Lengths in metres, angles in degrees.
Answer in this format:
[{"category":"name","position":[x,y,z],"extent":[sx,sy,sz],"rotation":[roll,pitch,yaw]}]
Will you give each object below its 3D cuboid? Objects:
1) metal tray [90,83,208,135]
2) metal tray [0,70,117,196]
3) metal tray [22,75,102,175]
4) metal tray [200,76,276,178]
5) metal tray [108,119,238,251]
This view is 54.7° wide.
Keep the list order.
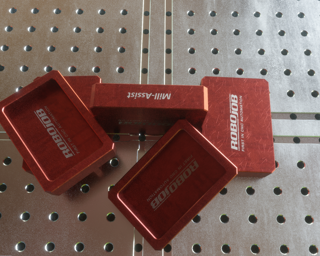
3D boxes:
[{"category":"metal tray","position":[-0.012,-0.020,0.383],"extent":[0.131,0.090,0.030],"rotation":[1,70,0]},{"category":"metal tray","position":[-0.125,0.003,0.373],"extent":[0.090,0.030,0.130],"rotation":[-36,75,-13]},{"category":"metal tray","position":[-0.123,-0.005,0.409],"extent":[0.091,0.030,0.129],"rotation":[-1,71,-1]},{"category":"metal tray","position":[0.098,-0.003,0.410],"extent":[0.091,0.030,0.130],"rotation":[3,70,0]},{"category":"metal tray","position":[0.015,0.065,0.366],"extent":[0.130,0.030,0.090],"rotation":[-46,77,2]}]
